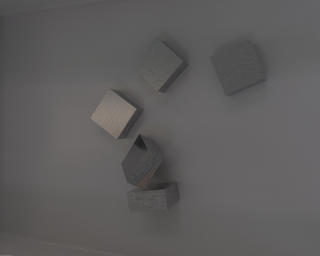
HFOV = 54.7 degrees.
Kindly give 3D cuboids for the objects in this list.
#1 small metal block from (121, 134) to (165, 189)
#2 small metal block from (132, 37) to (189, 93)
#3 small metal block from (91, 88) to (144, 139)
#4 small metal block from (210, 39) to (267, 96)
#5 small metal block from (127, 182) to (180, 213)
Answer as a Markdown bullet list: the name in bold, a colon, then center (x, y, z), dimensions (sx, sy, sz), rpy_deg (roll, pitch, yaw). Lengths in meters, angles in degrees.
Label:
- **small metal block**: center (-0.024, 0.043, 0.403), dimensions (0.025, 0.050, 0.050), rpy_deg (27, 102, -24)
- **small metal block**: center (0.000, -0.083, 0.410), dimensions (0.050, 0.025, 0.050), rpy_deg (45, 104, 14)
- **small metal block**: center (-0.060, -0.019, 0.431), dimensions (0.050, 0.025, 0.050), rpy_deg (37, 102, 16)
- **small metal block**: center (0.095, -0.072, 0.377), dimensions (0.050, 0.025, 0.050), rpy_deg (-23, 83, 18)
- **small metal block**: center (-0.007, 0.088, 0.400), dimensions (0.050, 0.050, 0.025), rpy_deg (-9, 88, 20)
